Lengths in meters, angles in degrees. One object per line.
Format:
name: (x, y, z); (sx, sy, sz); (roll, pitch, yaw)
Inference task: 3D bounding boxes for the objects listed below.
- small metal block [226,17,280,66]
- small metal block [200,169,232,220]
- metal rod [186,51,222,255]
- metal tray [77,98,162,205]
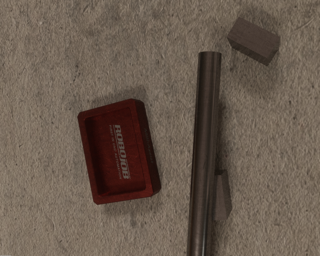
small metal block: (0.108, -0.098, 0.357); (0.050, 0.050, 0.025); (34, 101, 16)
small metal block: (0.068, 0.079, 0.371); (0.025, 0.050, 0.050); (-8, 87, 19)
metal rod: (0.046, 0.068, 0.339); (0.025, 0.025, 0.298); (4, 91, 19)
metal tray: (-0.057, 0.033, 0.425); (0.090, 0.030, 0.129); (-13, 86, 19)
